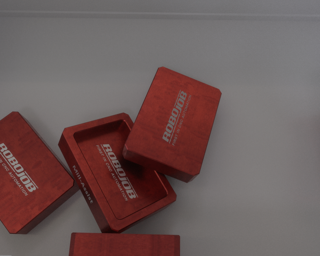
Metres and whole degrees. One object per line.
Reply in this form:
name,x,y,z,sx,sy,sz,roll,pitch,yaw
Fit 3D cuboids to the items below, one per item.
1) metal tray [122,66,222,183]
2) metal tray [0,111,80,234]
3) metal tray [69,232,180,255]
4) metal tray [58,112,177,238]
metal tray,0.018,-0.008,0.390,0.090,0.030,0.130,22,60,-2
metal tray,-0.176,0.053,0.386,0.090,0.030,0.130,-41,75,-14
metal tray,-0.029,0.122,0.309,0.091,0.130,0.030,1,71,1
metal tray,-0.051,0.050,0.367,0.091,0.030,0.130,-19,68,-37
